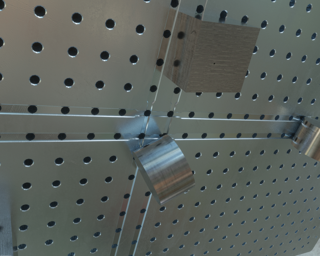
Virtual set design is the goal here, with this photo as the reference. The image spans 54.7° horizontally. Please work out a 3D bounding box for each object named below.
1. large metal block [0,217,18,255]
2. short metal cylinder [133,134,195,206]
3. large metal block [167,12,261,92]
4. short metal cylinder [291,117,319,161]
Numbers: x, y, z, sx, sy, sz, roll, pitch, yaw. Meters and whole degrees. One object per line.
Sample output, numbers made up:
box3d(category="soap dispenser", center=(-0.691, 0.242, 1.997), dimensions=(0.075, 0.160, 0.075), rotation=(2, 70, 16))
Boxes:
box3d(category="large metal block", center=(-0.211, 0.160, 0.359), dimensions=(0.081, 0.080, 0.050), rotation=(-10, 123, -23))
box3d(category="short metal cylinder", center=(0.004, 0.055, 0.412), dimensions=(0.050, 0.080, 0.080), rotation=(-27, 128, -12))
box3d(category="large metal block", center=(0.062, -0.089, 0.373), dimensions=(0.081, 0.050, 0.079), rotation=(-3, 120, -27))
box3d(category="short metal cylinder", center=(0.280, 0.021, 0.541), dimensions=(0.081, 0.080, 0.050), rotation=(7, 115, -31))
